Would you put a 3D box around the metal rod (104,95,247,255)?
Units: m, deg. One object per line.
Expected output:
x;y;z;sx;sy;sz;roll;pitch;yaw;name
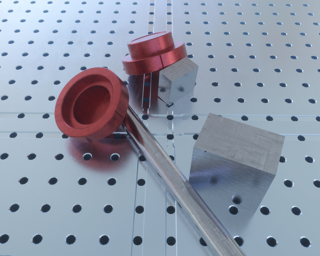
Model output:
0.006;0.048;0.367;0.025;0.025;0.300;-26;55;-20;metal rod

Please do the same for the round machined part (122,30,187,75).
-0.011;-0.117;0.467;0.098;0.042;0.098;-14;23;6;round machined part

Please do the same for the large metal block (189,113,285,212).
0.080;0.039;0.340;0.080;0.080;0.050;19;53;15;large metal block

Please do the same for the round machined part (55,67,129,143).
-0.083;-0.026;0.401;0.098;0.042;0.098;-10;64;21;round machined part

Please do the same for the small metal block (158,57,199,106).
0.025;-0.067;0.447;0.050;0.050;0.025;-33;63;-25;small metal block
